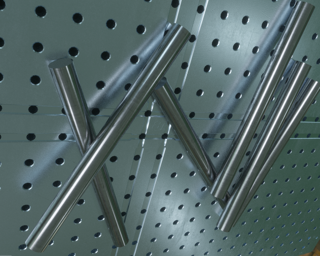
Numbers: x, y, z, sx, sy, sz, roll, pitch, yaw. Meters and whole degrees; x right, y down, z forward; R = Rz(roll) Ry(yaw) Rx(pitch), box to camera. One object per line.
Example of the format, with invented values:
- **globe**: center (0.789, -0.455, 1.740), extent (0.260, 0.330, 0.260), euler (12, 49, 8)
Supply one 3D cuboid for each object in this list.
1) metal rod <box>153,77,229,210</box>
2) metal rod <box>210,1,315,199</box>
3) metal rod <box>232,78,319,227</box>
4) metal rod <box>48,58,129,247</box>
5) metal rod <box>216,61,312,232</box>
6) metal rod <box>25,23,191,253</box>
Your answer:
- **metal rod**: center (0.060, 0.043, 0.469), extent (0.025, 0.025, 0.300), euler (-36, 129, -4)
- **metal rod**: center (0.142, -0.030, 0.451), extent (0.025, 0.025, 0.298), euler (12, 107, -33)
- **metal rod**: center (0.192, 0.053, 0.547), extent (0.025, 0.025, 0.298), euler (13, 112, -34)
- **metal rod**: center (-0.081, 0.055, 0.400), extent (0.025, 0.025, 0.298), euler (-21, 127, -16)
- **metal rod**: center (0.163, 0.037, 0.502), extent (0.025, 0.025, 0.298), euler (13, 106, -34)
- **metal rod**: center (-0.059, 0.011, 0.356), extent (0.025, 0.025, 0.299), euler (34, 90, -38)
